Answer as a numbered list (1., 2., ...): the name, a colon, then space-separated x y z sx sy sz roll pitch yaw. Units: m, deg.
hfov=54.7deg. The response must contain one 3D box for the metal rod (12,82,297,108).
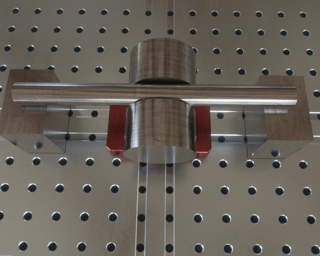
1. metal rod: -0.006 -0.036 0.339 0.302 0.025 0.025 1 70 0

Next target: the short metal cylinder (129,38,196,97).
1. short metal cylinder: 0.003 -0.064 0.374 0.080 0.080 0.050 1 70 0

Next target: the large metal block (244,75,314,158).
1. large metal block: 0.142 -0.011 0.386 0.050 0.080 0.080 1 70 0

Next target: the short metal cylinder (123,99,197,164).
1. short metal cylinder: 0.001 0.007 0.348 0.080 0.080 0.050 1 70 0

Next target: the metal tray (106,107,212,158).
1. metal tray: 0.000 -0.008 0.412 0.131 0.030 0.090 1 70 0

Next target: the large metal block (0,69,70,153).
1. large metal block: -0.151 -0.018 0.387 0.050 0.080 0.080 1 70 0
